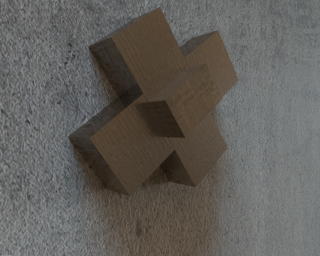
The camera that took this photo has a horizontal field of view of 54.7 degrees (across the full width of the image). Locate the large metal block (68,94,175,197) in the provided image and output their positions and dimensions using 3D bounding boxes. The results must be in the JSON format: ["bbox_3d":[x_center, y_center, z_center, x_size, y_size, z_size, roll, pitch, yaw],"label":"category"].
[{"bbox_3d":[-0.041,0.018,0.356,0.080,0.050,0.080,-44,117,-31],"label":"large metal block"}]

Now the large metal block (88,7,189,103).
[{"bbox_3d":[-0.023,-0.085,0.371,0.080,0.050,0.080,-44,117,-31],"label":"large metal block"}]

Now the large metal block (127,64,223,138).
[{"bbox_3d":[0.016,-0.033,0.385,0.080,0.080,0.050,-44,117,-31],"label":"large metal block"}]

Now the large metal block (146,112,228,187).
[{"bbox_3d":[0.037,0.020,0.422,0.080,0.050,0.080,-44,117,-31],"label":"large metal block"}]

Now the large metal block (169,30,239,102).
[{"bbox_3d":[0.057,-0.079,0.439,0.080,0.050,0.080,-44,117,-31],"label":"large metal block"}]
